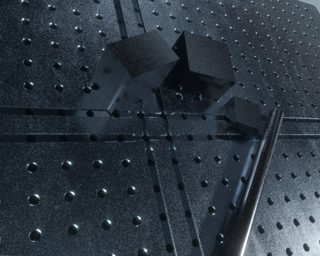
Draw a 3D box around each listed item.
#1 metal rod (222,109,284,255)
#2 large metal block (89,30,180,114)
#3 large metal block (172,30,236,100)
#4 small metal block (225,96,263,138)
[{"bbox_3d":[0.136,0.074,0.438,0.025,0.025,0.301,37,51,-4],"label":"metal rod"},{"bbox_3d":[-0.034,-0.072,0.400,0.081,0.080,0.050,-31,79,-38],"label":"large metal block"},{"bbox_3d":[0.065,-0.097,0.489,0.081,0.050,0.080,10,58,-24],"label":"large metal block"},{"bbox_3d":[0.133,-0.017,0.493,0.050,0.025,0.050,18,55,-18],"label":"small metal block"}]
